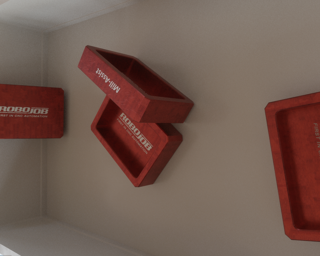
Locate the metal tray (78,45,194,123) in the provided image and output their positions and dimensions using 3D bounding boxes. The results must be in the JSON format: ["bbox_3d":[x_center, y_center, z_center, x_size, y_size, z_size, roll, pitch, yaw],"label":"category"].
[{"bbox_3d":[-0.031,-0.055,0.390,0.130,0.091,0.030,43,116,31],"label":"metal tray"}]

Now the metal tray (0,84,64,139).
[{"bbox_3d":[-0.236,-0.027,0.532,0.030,0.131,0.089,3,92,61],"label":"metal tray"}]

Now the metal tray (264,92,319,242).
[{"bbox_3d":[0.152,0.033,0.277,0.090,0.030,0.129,-12,82,39],"label":"metal tray"}]

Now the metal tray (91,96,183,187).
[{"bbox_3d":[-0.038,0.006,0.435,0.130,0.030,0.089,47,118,30],"label":"metal tray"}]
